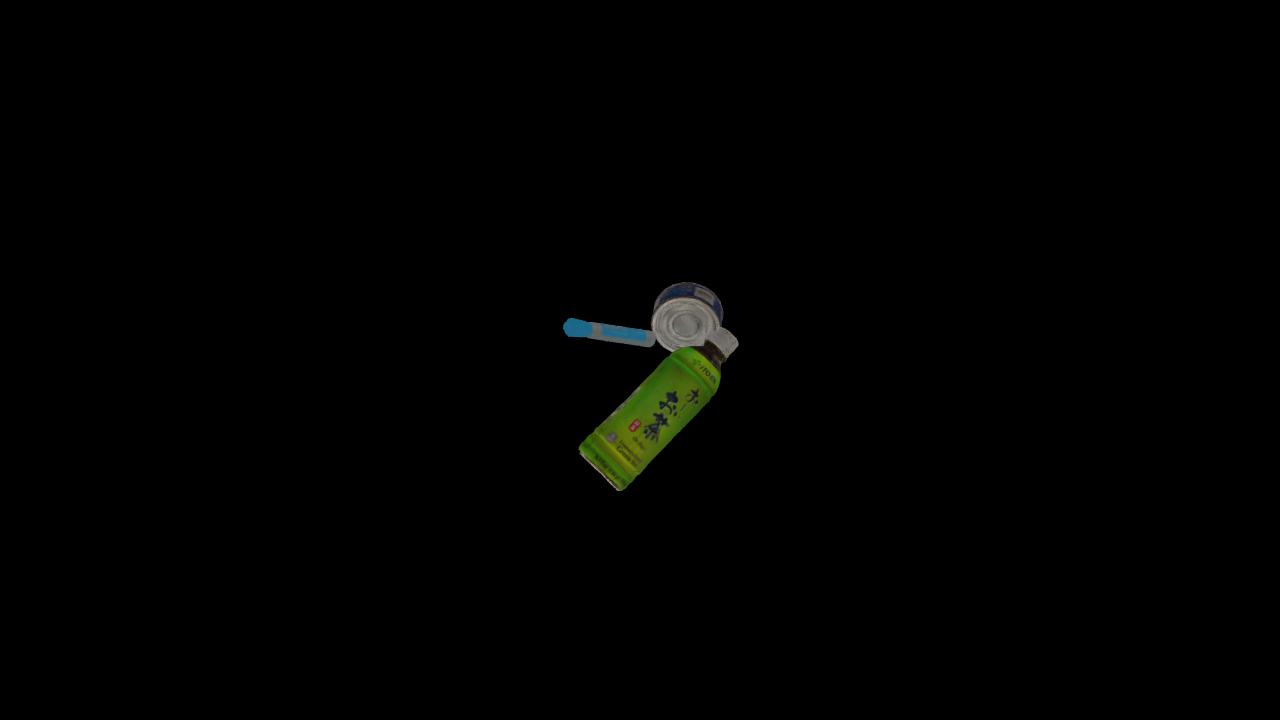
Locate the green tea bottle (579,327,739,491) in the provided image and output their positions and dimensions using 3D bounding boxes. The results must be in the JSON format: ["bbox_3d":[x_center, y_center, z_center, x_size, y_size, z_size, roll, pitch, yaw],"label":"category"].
[{"bbox_3d":[0.027,0.046,0.678,0.073,0.212,0.073,42,-9,8],"label":"green tea bottle"}]

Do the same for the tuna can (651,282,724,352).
[{"bbox_3d":[0.056,-0.047,0.725,0.084,0.084,0.034,0,36,11],"label":"tuna can"}]

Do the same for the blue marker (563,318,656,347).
[{"bbox_3d":[-0.031,-0.028,0.643,0.020,0.020,0.121,0,-5,44],"label":"blue marker"}]
